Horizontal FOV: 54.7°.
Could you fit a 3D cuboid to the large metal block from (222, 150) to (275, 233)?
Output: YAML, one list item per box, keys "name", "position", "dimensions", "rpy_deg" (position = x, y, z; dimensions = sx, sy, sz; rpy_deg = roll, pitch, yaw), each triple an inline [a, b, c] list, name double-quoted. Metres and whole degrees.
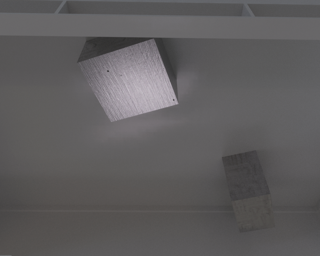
- name: "large metal block"
  position: [0.129, 0.093, 0.453]
  dimensions: [0.050, 0.080, 0.080]
  rpy_deg: [-14, 129, 11]

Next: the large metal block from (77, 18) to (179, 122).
- name: "large metal block"
  position: [-0.031, -0.061, 0.340]
  dimensions: [0.080, 0.050, 0.080]
  rpy_deg: [-15, 129, 12]
